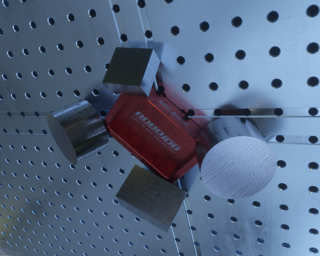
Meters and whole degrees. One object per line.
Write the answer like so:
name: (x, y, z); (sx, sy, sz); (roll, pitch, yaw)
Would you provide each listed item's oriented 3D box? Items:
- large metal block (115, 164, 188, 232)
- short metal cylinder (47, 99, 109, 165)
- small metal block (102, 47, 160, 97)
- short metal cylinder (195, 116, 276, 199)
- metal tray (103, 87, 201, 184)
large metal block: (-0.011, 0.103, 0.442); (0.080, 0.050, 0.080); (27, 158, 10)
short metal cylinder: (-0.117, 0.005, 0.441); (0.080, 0.050, 0.079); (37, 143, 35)
small metal block: (-0.033, -0.067, 0.368); (0.050, 0.050, 0.025); (9, 160, 23)
short metal cylinder: (0.083, 0.033, 0.352); (0.081, 0.050, 0.079); (-1, 116, -1)
metal tray: (-0.006, 0.007, 0.415); (0.130, 0.030, 0.090); (41, 129, -1)
